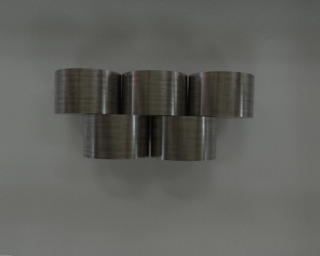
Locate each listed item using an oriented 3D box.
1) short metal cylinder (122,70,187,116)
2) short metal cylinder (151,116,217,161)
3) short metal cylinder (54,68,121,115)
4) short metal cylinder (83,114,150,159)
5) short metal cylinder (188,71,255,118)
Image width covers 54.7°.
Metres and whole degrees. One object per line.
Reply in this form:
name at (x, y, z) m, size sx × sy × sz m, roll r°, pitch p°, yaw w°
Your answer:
short metal cylinder at (-0.007, -0.039, 0.382) m, size 0.081 × 0.080 × 0.050 m, roll 1°, pitch 90°, yaw 0°
short metal cylinder at (0.029, 0.011, 0.382) m, size 0.081 × 0.080 × 0.050 m, roll 1°, pitch 90°, yaw 0°
short metal cylinder at (-0.088, -0.041, 0.381) m, size 0.081 × 0.080 × 0.050 m, roll 1°, pitch 90°, yaw 0°
short metal cylinder at (-0.053, 0.009, 0.382) m, size 0.081 × 0.080 × 0.050 m, roll 1°, pitch 90°, yaw 0°
short metal cylinder at (0.074, -0.038, 0.383) m, size 0.081 × 0.080 × 0.050 m, roll 2°, pitch 90°, yaw 0°
